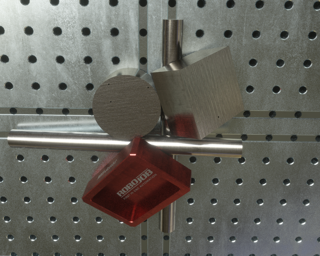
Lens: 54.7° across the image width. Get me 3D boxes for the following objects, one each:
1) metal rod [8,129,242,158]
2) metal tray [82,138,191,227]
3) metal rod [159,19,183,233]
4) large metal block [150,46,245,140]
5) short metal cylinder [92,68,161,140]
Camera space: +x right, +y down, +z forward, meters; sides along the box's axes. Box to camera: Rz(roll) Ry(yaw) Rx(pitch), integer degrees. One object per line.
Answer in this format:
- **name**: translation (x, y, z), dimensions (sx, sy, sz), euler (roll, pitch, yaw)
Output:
- **metal rod**: translation (-0.049, 0.020, 0.402), dimensions (0.302, 0.025, 0.025), euler (2, 110, 6)
- **metal tray**: translation (-0.033, 0.077, 0.411), dimensions (0.090, 0.030, 0.129), euler (34, 127, -18)
- **metal rod**: translation (0.013, 0.011, 0.417), dimensions (0.025, 0.025, 0.298), euler (1, 110, -1)
- **large metal block**: translation (0.046, -0.042, 0.364), dimensions (0.081, 0.050, 0.080), euler (-31, 113, -31)
- **short metal cylinder**: translation (-0.039, -0.032, 0.388), dimensions (0.081, 0.050, 0.079), euler (0, 110, 0)
